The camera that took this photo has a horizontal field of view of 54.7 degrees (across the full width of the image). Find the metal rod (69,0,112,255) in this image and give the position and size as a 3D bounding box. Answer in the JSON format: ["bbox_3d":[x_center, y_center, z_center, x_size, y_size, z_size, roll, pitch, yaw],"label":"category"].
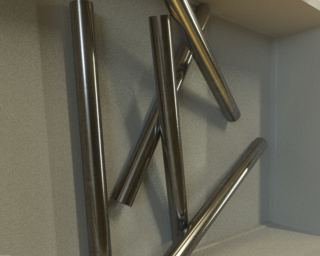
[{"bbox_3d":[-0.075,0.014,0.343,0.025,0.025,0.298,-6,94,-40],"label":"metal rod"}]

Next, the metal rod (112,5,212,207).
[{"bbox_3d":[0.010,-0.042,0.414,0.025,0.025,0.300,36,68,-35],"label":"metal rod"}]

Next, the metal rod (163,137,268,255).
[{"bbox_3d":[0.094,0.098,0.460,0.302,0.025,0.025,-38,114,-41],"label":"metal rod"}]

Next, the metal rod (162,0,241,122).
[{"bbox_3d":[0.054,-0.096,0.397,0.300,0.025,0.025,49,60,-48],"label":"metal rod"}]

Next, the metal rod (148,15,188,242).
[{"bbox_3d":[0.014,0.017,0.388,0.025,0.025,0.298,-20,112,-38],"label":"metal rod"}]
